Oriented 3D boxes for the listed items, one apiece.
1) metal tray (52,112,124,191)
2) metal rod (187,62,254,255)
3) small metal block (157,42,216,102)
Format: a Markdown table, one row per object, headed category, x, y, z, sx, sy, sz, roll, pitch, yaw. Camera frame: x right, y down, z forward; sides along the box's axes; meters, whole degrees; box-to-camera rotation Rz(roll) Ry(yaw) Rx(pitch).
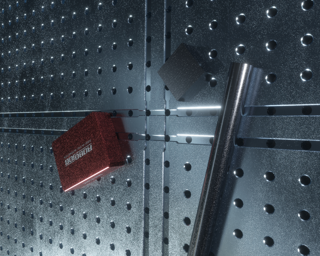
| category | x | y | z | sx | sy | sz | roll | pitch | yaw |
| --- | --- | --- | --- | --- | --- | --- | --- | --- | --- |
| metal tray | -0.121 | 0.040 | 0.503 | 0.130 | 0.030 | 0.090 | -30 | 71 | 35 |
| metal rod | 0.061 | 0.076 | 0.357 | 0.025 | 0.025 | 0.298 | 18 | 101 | 38 |
| small metal block | 0.032 | -0.067 | 0.382 | 0.050 | 0.025 | 0.050 | -46 | 63 | 30 |
